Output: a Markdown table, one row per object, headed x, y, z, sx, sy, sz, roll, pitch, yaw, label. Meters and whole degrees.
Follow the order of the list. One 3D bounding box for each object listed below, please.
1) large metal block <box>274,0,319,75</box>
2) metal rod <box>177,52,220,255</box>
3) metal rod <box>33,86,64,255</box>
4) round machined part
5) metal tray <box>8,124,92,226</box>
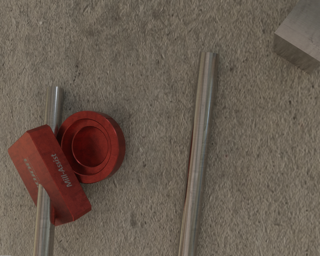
| x | y | z | sx | sy | sz | roll | pitch | yaw | label |
| --- | --- | --- | --- | --- | --- | --- | --- | --- | --- |
| 0.166 | -0.108 | 0.322 | 0.050 | 0.080 | 0.080 | 40 | 102 | 15 | large metal block |
| 0.046 | 0.056 | 0.392 | 0.025 | 0.025 | 0.298 | 7 | 92 | 19 | metal rod |
| -0.154 | 0.086 | 0.424 | 0.025 | 0.025 | 0.299 | -7 | 74 | 19 | metal rod |
| -0.092 | 0.025 | 0.431 | 0.098 | 0.042 | 0.097 | 0 | 90 | 19 | round machined part |
| -0.156 | 0.070 | 0.430 | 0.090 | 0.030 | 0.130 | -28 | 89 | 44 | metal tray |
